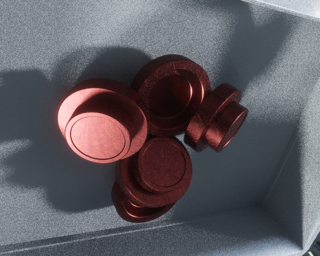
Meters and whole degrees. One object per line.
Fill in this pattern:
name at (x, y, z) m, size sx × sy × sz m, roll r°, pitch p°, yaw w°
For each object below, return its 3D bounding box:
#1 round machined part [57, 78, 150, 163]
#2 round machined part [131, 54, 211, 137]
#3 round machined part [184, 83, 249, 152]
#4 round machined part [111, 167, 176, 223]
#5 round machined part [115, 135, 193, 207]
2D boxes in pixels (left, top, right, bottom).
round machined part at (-0.062, -0.001, 0.333) m, size 0.099 × 0.042 × 0.097 m, roll 3°, pitch 126°, yaw 4°
round machined part at (0.008, -0.041, 0.373) m, size 0.099 × 0.042 × 0.097 m, roll -14°, pitch 124°, yaw -21°
round machined part at (0.078, -0.007, 0.405) m, size 0.098 × 0.042 × 0.098 m, roll -44°, pitch 158°, yaw -23°
round machined part at (-0.021, 0.082, 0.434) m, size 0.099 × 0.042 × 0.097 m, roll -14°, pitch 124°, yaw -21°
round machined part at (-0.002, 0.048, 0.387) m, size 0.099 × 0.098 × 0.042 m, roll -6°, pitch 166°, yaw -25°
